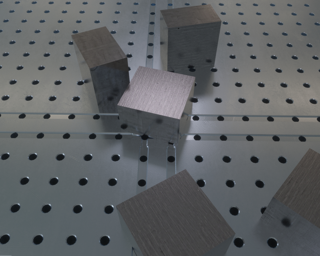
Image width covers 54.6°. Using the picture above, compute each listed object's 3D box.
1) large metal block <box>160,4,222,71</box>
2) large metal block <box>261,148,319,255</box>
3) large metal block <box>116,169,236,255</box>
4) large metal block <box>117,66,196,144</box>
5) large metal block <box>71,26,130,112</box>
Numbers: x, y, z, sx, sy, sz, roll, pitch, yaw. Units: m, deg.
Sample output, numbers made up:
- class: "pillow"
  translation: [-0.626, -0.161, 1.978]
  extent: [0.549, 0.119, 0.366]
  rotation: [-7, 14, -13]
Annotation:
- class: "large metal block"
  translation: [0.045, -0.142, 0.492]
  extent: [0.081, 0.080, 0.050]
  rotation: [-10, 51, -9]
- class: "large metal block"
  translation: [0.168, 0.081, 0.324]
  extent: [0.080, 0.050, 0.080]
  rotation: [35, 58, 26]
- class: "large metal block"
  translation: [0.013, 0.101, 0.307]
  extent: [0.081, 0.050, 0.080]
  rotation: [-25, 54, -19]
- class: "large metal block"
  translation: [-0.002, -0.033, 0.419]
  extent: [0.080, 0.050, 0.080]
  rotation: [13, 51, 11]
- class: "large metal block"
  translation: [-0.082, -0.084, 0.442]
  extent: [0.050, 0.080, 0.080]
  rotation: [-21, 53, -17]
